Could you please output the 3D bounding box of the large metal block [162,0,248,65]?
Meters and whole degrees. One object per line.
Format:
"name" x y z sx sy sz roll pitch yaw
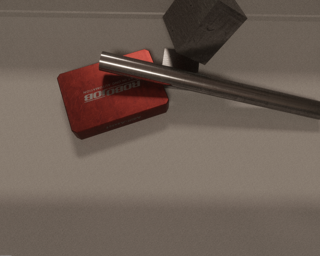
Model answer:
"large metal block" 0.055 -0.145 0.406 0.050 0.080 0.080 15 44 -34

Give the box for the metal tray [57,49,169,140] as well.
"metal tray" -0.063 -0.047 0.424 0.131 0.030 0.090 -18 71 -7

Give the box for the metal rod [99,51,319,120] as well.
"metal rod" 0.072 -0.055 0.408 0.302 0.025 0.025 12 70 -5

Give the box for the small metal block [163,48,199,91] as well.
"small metal block" 0.028 -0.083 0.440 0.050 0.025 0.050 7 70 2
